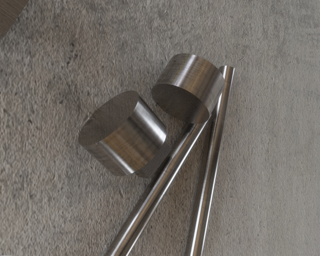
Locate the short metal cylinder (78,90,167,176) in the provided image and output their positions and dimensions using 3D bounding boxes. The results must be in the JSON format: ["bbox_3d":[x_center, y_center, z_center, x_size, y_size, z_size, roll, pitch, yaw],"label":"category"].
[{"bbox_3d":[-0.040,0.005,0.335,0.050,0.080,0.080,50,61,-28],"label":"short metal cylinder"}]

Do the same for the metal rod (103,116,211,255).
[{"bbox_3d":[-0.011,0.090,0.395,0.025,0.025,0.301,49,61,-29],"label":"metal rod"}]

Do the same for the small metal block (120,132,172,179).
[{"bbox_3d":[-0.020,0.027,0.388,0.050,0.025,0.050,-51,120,-28],"label":"small metal block"}]

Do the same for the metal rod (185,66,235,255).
[{"bbox_3d":[0.076,0.050,0.468,0.025,0.025,0.299,20,78,-38],"label":"metal rod"}]

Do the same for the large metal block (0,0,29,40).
[{"bbox_3d":[-0.153,-0.129,0.260,0.080,0.050,0.080,36,68,-34],"label":"large metal block"}]

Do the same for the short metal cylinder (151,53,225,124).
[{"bbox_3d":[0.036,-0.049,0.399,0.080,0.080,0.050,44,64,-31],"label":"short metal cylinder"}]
